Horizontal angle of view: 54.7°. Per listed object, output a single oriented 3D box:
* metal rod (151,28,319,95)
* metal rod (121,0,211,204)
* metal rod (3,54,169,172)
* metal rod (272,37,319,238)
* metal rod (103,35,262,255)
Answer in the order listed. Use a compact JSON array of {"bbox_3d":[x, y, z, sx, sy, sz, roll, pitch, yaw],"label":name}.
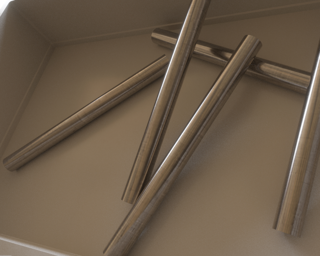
[{"bbox_3d":[0.099,-0.089,0.407,0.300,0.025,0.025,30,78,37],"label":"metal rod"},{"bbox_3d":[0.014,-0.052,0.386,0.025,0.025,0.299,15,82,34],"label":"metal rod"},{"bbox_3d":[-0.113,-0.020,0.475,0.300,0.025,0.025,-32,52,7],"label":"metal rod"},{"bbox_3d":[0.164,-0.042,0.314,0.025,0.025,0.299,12,77,33],"label":"metal rod"},{"bbox_3d":[0.030,0.020,0.359,0.025,0.025,0.300,29,83,37],"label":"metal rod"}]
